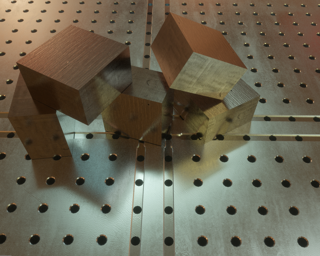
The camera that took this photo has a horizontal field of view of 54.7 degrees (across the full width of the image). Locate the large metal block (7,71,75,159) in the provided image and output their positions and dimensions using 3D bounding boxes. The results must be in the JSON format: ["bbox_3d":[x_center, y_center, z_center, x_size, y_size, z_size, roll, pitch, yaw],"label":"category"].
[{"bbox_3d":[-0.141,-0.019,0.385,0.050,0.080,0.080,-5,50,-4],"label":"large metal block"}]

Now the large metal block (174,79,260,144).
[{"bbox_3d":[0.073,-0.037,0.423,0.081,0.050,0.080,-24,54,-19],"label":"large metal block"}]

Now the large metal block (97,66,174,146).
[{"bbox_3d":[-0.028,-0.030,0.396,0.080,0.080,0.050,15,52,11],"label":"large metal block"}]

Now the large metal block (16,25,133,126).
[{"bbox_3d":[-0.088,-0.060,0.335,0.080,0.050,0.080,25,54,19],"label":"large metal block"}]

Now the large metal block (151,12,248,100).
[{"bbox_3d":[0.045,-0.086,0.375,0.081,0.050,0.080,8,44,-32],"label":"large metal block"}]
